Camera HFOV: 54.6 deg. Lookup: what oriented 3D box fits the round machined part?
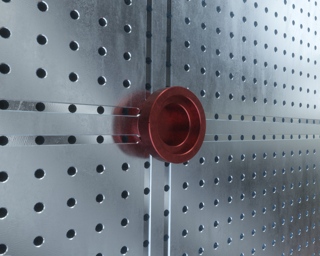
[{"bbox_3d":[0.012,-0.004,0.406,0.099,0.042,0.097,0,90,-40],"label":"round machined part"}]
